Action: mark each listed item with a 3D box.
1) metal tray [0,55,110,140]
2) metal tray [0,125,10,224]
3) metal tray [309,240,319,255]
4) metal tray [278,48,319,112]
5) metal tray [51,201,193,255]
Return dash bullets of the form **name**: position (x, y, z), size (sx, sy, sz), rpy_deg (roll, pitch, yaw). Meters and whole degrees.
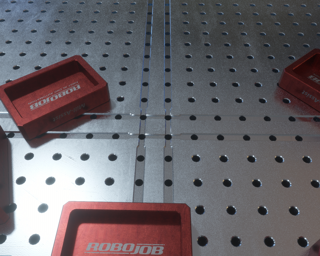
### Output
- **metal tray**: position (-0.150, -0.049, 0.443), size (0.131, 0.030, 0.090), rpy_deg (-30, 57, -24)
- **metal tray**: position (-0.227, 0.056, 0.354), size (0.091, 0.030, 0.130), rpy_deg (-14, 52, -12)
- **metal tray**: position (0.196, 0.165, 0.269), size (0.130, 0.030, 0.090), rpy_deg (22, 53, 17)
- **metal tray**: position (0.258, -0.060, 0.458), size (0.091, 0.030, 0.130), rpy_deg (-32, 57, -25)
- **metal tray**: position (-0.035, 0.120, 0.302), size (0.131, 0.030, 0.090), rpy_deg (1, 50, 0)
